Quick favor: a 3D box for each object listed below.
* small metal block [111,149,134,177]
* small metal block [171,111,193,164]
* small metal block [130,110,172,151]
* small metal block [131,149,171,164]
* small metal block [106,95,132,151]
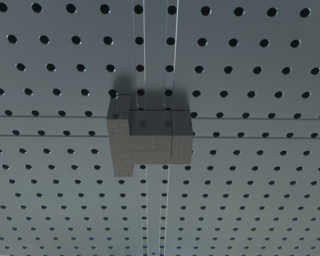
[{"bbox_3d":[-0.049,0.031,0.420,0.025,0.050,0.050,0,130,0],"label":"small metal block"},{"bbox_3d":[0.027,0.012,0.405,0.025,0.050,0.050,0,130,0],"label":"small metal block"},{"bbox_3d":[-0.011,0.002,0.396,0.050,0.050,0.025,0,130,-1],"label":"small metal block"},{"bbox_3d":[-0.011,0.022,0.413,0.050,0.050,0.025,0,130,-1],"label":"small metal block"},{"bbox_3d":[-0.049,-0.007,0.388,0.025,0.050,0.050,0,130,0],"label":"small metal block"}]
